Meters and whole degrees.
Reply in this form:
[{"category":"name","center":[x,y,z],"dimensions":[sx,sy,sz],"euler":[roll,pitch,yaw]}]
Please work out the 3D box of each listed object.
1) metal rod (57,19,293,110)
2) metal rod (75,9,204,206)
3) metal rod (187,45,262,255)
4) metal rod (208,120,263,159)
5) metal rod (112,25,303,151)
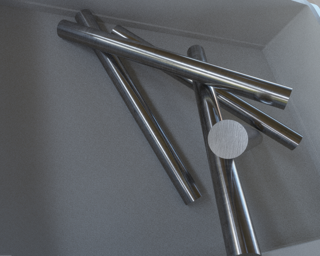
[{"category":"metal rod","center":[0.003,-0.083,0.376],"dimensions":[0.301,0.025,0.025],"euler":[21,49,17]},{"category":"metal rod","center":[-0.034,-0.037,0.409],"dimensions":[0.025,0.025,0.299],"euler":[-22,73,-36]},{"category":"metal rod","center":[0.057,-0.006,0.336],"dimensions":[0.025,0.025,0.300],"euler":[17,40,-18]},{"category":"metal rod","center":[0.094,0.011,0.337],"dimensions":[0.025,0.025,0.301],"euler":[57,16,12]},{"category":"metal rod","center":[0.060,-0.060,0.438],"dimensions":[0.301,0.025,0.025],"euler":[33,51,7]}]
